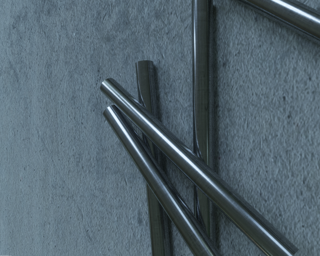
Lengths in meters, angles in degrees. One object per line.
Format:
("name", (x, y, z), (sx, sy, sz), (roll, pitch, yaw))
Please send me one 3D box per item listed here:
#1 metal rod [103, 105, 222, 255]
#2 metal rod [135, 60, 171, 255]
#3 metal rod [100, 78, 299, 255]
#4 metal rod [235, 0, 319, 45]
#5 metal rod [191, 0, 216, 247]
("metal rod", (0.013, 0.085, 0.360), (0.025, 0.025, 0.300), (-51, 60, 28))
("metal rod", (-0.008, 0.059, 0.411), (0.025, 0.025, 0.298), (-9, 84, 40))
("metal rod", (0.021, 0.029, 0.353), (0.300, 0.025, 0.025), (43, 116, 31))
("metal rod", (0.127, -0.110, 0.299), (0.300, 0.025, 0.025), (44, 117, 31))
("metal rod", (0.051, 0.000, 0.362), (0.025, 0.025, 0.298), (-1, 89, 40))
